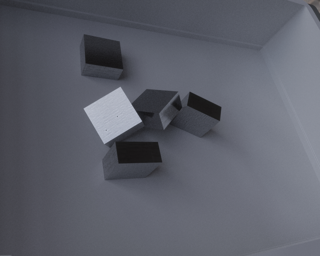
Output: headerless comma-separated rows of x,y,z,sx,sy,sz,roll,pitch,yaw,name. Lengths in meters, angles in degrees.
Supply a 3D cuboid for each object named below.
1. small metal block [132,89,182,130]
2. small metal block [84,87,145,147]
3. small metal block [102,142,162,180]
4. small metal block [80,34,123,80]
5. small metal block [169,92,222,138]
-0.007,-0.025,0.401,0.050,0.025,0.050,9,41,32,small metal block
-0.054,-0.013,0.370,0.050,0.025,0.050,-32,77,-4,small metal block
-0.033,0.037,0.350,0.050,0.050,0.025,2,61,-28,small metal block
-0.080,-0.096,0.422,0.050,0.025,0.050,4,60,-26,small metal block
0.049,-0.017,0.428,0.050,0.050,0.025,24,53,-14,small metal block
